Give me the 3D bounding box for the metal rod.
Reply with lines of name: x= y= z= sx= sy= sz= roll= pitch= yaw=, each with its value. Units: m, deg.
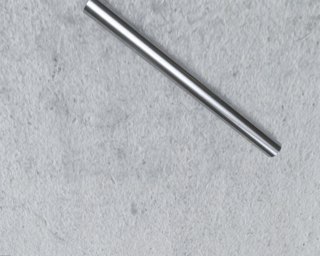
metal rod: x=0.038 y=-0.057 z=0.389 sx=0.301 sy=0.025 sz=0.025 roll=36 pitch=106 yaw=-13
